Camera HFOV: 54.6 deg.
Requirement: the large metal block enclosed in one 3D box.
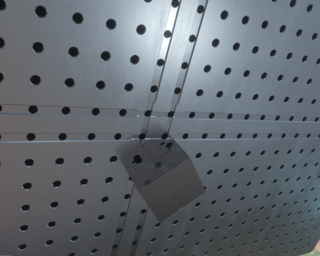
[{"bbox_3d":[0.009,0.076,0.446,0.080,0.050,0.080,-32,129,-7],"label":"large metal block"}]
